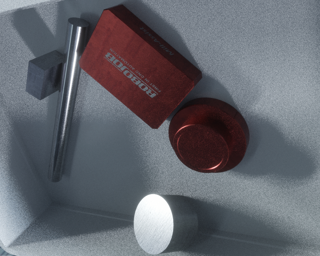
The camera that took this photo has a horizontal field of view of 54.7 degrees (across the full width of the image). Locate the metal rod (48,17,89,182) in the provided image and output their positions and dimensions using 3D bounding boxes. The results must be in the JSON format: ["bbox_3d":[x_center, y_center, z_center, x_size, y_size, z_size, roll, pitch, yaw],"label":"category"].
[{"bbox_3d":[-0.145,-0.020,0.469,0.025,0.025,0.298,29,128,9],"label":"metal rod"}]

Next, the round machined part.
[{"bbox_3d":[0.055,0.016,0.377,0.098,0.042,0.097,13,124,20],"label":"round machined part"}]

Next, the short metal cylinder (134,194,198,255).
[{"bbox_3d":[0.007,0.137,0.445,0.080,0.050,0.080,-14,69,44],"label":"short metal cylinder"}]

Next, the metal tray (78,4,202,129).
[{"bbox_3d":[-0.026,-0.071,0.374,0.130,0.030,0.090,41,129,0],"label":"metal tray"}]

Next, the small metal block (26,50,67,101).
[{"bbox_3d":[-0.154,-0.073,0.426,0.025,0.050,0.050,32,128,7],"label":"small metal block"}]
